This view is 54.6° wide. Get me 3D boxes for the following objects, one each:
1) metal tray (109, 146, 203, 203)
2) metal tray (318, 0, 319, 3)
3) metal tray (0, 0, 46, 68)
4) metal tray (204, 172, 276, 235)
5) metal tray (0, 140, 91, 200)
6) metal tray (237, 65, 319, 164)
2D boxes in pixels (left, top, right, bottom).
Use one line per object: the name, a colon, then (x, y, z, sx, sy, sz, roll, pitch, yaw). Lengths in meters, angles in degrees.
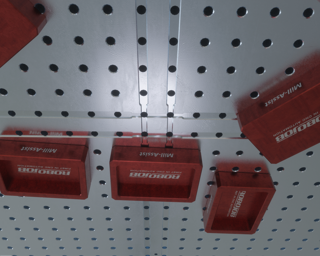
metal tray: (-0.007, 0.072, 0.469, 0.131, 0.030, 0.089, 3, 130, -3)
metal tray: (0.148, -0.178, 0.258, 0.130, 0.030, 0.090, 36, 121, -27)
metal tray: (-0.193, -0.123, 0.302, 0.090, 0.030, 0.130, -30, 124, 23)
metal tray: (0.128, 0.129, 0.518, 0.091, 0.030, 0.129, 3, 130, -3)
metal tray: (-0.173, 0.064, 0.461, 0.131, 0.030, 0.089, 4, 130, -4)
metal tray: (0.179, -0.014, 0.397, 0.130, 0.030, 0.090, -33, 123, 25)
